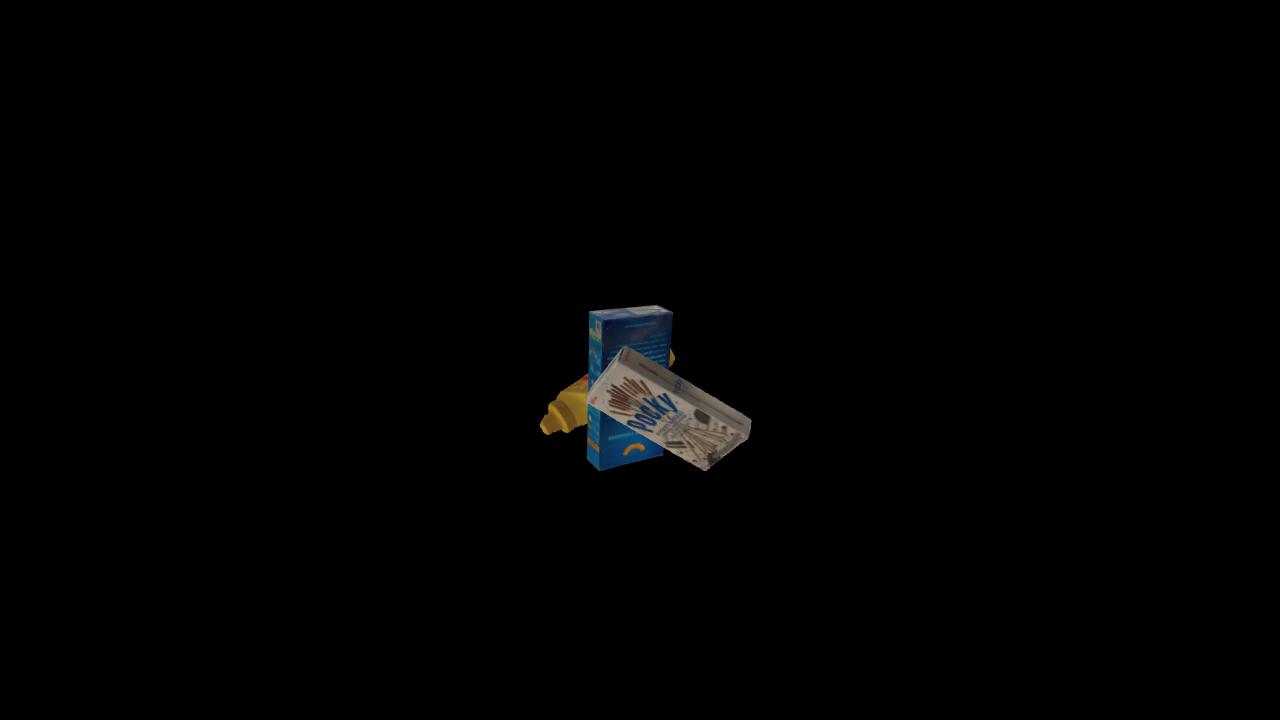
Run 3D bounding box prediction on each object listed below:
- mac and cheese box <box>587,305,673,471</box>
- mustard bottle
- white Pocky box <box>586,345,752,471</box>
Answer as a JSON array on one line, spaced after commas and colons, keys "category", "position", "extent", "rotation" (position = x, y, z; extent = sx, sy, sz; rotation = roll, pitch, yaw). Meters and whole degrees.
[{"category": "mac and cheese box", "position": [-0.013, 0.031, 0.713], "extent": [0.093, 0.184, 0.041], "rotation": [-9, 24, -31]}, {"category": "mustard bottle", "position": [-0.047, 0.035, 0.769], "extent": [0.184, 0.054, 0.092], "rotation": [-35, 19, -23]}, {"category": "white Pocky box", "position": [0.028, 0.052, 0.631], "extent": [0.154, 0.028, 0.084], "rotation": [31, -44, -10]}]
